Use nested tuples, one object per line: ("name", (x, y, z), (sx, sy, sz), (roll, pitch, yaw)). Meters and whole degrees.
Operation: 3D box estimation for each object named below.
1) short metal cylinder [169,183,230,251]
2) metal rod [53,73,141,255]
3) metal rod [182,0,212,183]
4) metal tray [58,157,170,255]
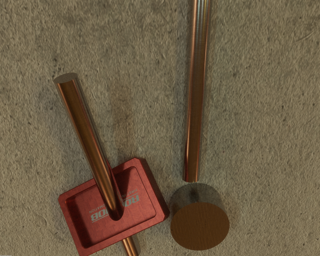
("short metal cylinder", (0.054, 0.126, 0.444), (0.081, 0.050, 0.079), (0, 110, -1))
("metal rod", (-0.069, 0.070, 0.399), (0.025, 0.025, 0.298), (-11, 123, 3))
("metal rod", (0.046, -0.069, 0.385), (0.025, 0.025, 0.298), (1, 110, -1))
("metal tray", (-0.064, 0.107, 0.423), (0.130, 0.030, 0.090), (-27, 78, 9))
